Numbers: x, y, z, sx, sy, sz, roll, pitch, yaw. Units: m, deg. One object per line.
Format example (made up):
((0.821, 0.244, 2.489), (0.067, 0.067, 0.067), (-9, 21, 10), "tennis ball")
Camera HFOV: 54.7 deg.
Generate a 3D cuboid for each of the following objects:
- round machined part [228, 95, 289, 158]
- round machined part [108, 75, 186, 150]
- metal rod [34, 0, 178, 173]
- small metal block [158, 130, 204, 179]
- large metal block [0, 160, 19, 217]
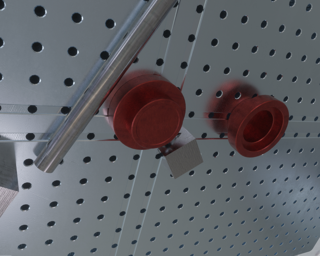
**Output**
((0.144, -0.006, 0.475), (0.099, 0.042, 0.097), (-14, 124, -21), "round machined part")
((-0.010, -0.013, 0.386), (0.099, 0.042, 0.097), (-14, 124, -21), "round machined part")
((-0.046, -0.072, 0.341), (0.025, 0.025, 0.299), (31, 101, -38), "metal rod")
((0.030, 0.039, 0.452), (0.050, 0.025, 0.050), (-30, 129, -9), "small metal block")
((-0.209, 0.070, 0.324), (0.080, 0.050, 0.080), (31, 101, -38), "large metal block")
